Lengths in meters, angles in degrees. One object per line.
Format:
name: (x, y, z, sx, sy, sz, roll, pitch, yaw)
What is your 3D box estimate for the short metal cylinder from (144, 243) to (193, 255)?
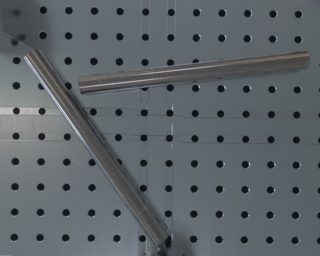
short metal cylinder: (0.012, 0.198, 0.401, 0.081, 0.050, 0.080, 0, 90, 0)

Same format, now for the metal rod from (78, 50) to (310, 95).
metal rod: (0.044, -0.074, 0.413, 0.302, 0.025, 0.025, -7, 90, 0)

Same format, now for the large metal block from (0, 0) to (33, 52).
large metal block: (-0.203, -0.145, 0.384, 0.050, 0.080, 0.080, -6, 90, 0)

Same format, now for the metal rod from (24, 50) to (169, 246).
metal rod: (-0.084, 0.026, 0.412, 0.025, 0.025, 0.299, -35, 90, 0)
